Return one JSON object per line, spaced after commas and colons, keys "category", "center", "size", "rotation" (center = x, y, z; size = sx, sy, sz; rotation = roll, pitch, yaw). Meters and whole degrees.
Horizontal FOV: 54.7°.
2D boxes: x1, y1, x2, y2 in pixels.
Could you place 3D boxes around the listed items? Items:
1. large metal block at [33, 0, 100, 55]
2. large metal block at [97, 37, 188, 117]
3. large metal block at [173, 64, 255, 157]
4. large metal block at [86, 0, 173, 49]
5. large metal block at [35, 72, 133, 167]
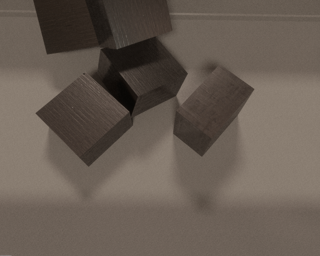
{"category": "large metal block", "center": [-0.114, -0.147, 0.418], "size": [0.080, 0.050, 0.079], "rotation": [-5, 106, 17]}
{"category": "large metal block", "center": [-0.025, -0.071, 0.410], "size": [0.081, 0.050, 0.080], "rotation": [-29, 72, -29]}
{"category": "large metal block", "center": [0.063, -0.019, 0.388], "size": [0.050, 0.080, 0.080], "rotation": [40, 75, 13]}
{"category": "large metal block", "center": [-0.039, -0.147, 0.375], "size": [0.081, 0.080, 0.050], "rotation": [-27, 28, -25]}
{"category": "large metal block", "center": [-0.094, -0.011, 0.399], "size": [0.080, 0.050, 0.080], "rotation": [42, 75, 13]}
